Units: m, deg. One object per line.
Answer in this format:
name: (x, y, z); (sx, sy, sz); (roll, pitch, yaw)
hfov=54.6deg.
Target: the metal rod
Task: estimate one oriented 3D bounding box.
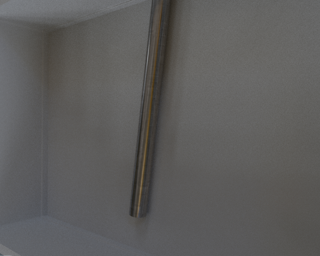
metal rod: (-0.014, -0.027, 0.419); (0.025, 0.025, 0.298); (11, 97, 39)
